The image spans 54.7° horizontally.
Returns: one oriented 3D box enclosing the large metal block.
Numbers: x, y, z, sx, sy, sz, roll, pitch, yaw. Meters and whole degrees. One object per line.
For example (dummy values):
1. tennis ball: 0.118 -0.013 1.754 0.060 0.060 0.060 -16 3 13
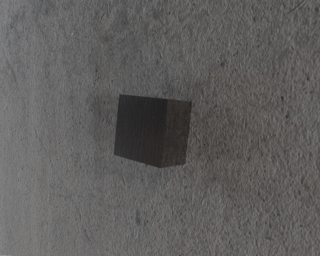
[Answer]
1. large metal block: -0.010 0.001 0.396 0.080 0.050 0.079 10 97 39
